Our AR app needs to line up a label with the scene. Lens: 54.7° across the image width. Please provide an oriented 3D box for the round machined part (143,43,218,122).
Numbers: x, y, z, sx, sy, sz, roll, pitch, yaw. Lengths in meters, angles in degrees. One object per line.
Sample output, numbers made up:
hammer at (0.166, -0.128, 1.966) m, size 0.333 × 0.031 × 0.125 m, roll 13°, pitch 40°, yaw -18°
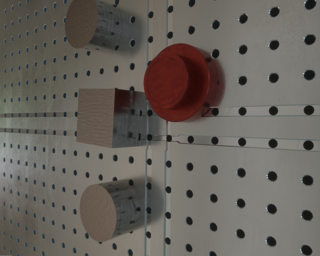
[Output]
round machined part at (0.018, -0.056, 0.383) m, size 0.098 × 0.042 × 0.097 m, roll 0°, pitch 90°, yaw 40°

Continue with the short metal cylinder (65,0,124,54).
short metal cylinder at (-0.101, -0.158, 0.477) m, size 0.080 × 0.050 × 0.080 m, roll 0°, pitch 90°, yaw 40°

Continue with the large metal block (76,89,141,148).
large metal block at (-0.076, -0.016, 0.456) m, size 0.080 × 0.050 × 0.079 m, roll 6°, pitch 94°, yaw 40°

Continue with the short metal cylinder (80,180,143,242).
short metal cylinder at (-0.072, 0.119, 0.453) m, size 0.080 × 0.050 × 0.080 m, roll 0°, pitch 90°, yaw 40°
